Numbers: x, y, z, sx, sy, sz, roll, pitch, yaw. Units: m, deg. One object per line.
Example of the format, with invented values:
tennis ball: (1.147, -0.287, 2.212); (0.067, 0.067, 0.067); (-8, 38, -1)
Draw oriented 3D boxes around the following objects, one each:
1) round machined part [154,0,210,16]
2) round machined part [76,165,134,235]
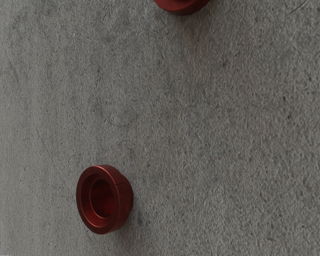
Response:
round machined part: (0.023, -0.191, 0.375); (0.098, 0.042, 0.097); (0, 90, 40)
round machined part: (-0.077, 0.103, 0.458); (0.098, 0.042, 0.097); (0, 90, 40)
